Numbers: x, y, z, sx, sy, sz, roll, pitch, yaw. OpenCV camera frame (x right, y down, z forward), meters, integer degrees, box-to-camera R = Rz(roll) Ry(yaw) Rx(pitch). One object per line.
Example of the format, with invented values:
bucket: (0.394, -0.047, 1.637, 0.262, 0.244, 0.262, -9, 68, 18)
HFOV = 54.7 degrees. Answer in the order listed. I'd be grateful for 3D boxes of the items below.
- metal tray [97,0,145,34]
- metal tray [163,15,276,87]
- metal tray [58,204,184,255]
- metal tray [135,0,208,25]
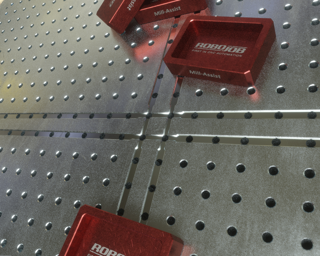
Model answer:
metal tray: (-0.055, -0.237, 0.541, 0.130, 0.030, 0.090, -53, 37, 12)
metal tray: (0.080, -0.111, 0.429, 0.130, 0.030, 0.090, 17, 70, 34)
metal tray: (-0.049, 0.145, 0.340, 0.130, 0.030, 0.090, 8, 66, 31)
metal tray: (0.019, -0.235, 0.537, 0.130, 0.030, 0.090, -4, 60, 25)
